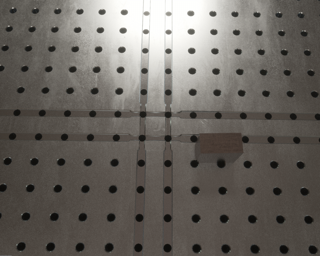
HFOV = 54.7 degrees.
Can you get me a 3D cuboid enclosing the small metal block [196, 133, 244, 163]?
[{"bbox_3d":[0.072,0.026,0.390,0.050,0.050,0.025,-1,70,-1],"label":"small metal block"}]
